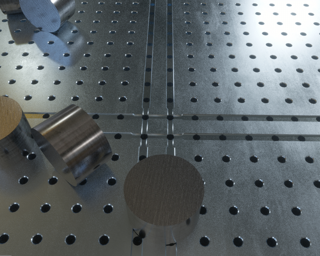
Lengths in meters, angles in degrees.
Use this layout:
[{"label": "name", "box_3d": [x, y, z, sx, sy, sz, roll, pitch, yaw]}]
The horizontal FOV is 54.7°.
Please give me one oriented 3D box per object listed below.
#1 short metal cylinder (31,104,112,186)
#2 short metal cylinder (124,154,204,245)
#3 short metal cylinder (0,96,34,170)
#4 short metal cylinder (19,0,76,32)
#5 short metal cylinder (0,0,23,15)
[{"label": "short metal cylinder", "box_3d": [-0.101, 0.020, 0.355, 0.080, 0.080, 0.050, 36, 59, 26]}, {"label": "short metal cylinder", "box_3d": [0.004, 0.075, 0.328, 0.081, 0.050, 0.080, 0, 50, 0]}, {"label": "short metal cylinder", "box_3d": [-0.205, 0.006, 0.385, 0.081, 0.050, 0.080, 0, 50, 0]}, {"label": "short metal cylinder", "box_3d": [-0.201, -0.221, 0.556, 0.080, 0.080, 0.050, 16, 52, 13]}, {"label": "short metal cylinder", "box_3d": [-0.280, -0.261, 0.589, 0.050, 0.080, 0.080, -12, 51, -10]}]
